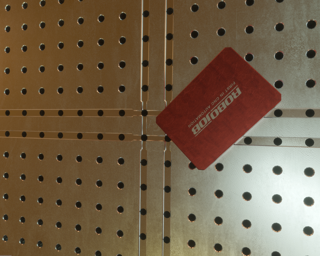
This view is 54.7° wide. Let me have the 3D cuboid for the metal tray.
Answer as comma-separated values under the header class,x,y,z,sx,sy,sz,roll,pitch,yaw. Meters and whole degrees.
class,x,y,z,sx,sy,sz,roll,pitch,yaw
metal tray,0.070,-0.022,0.385,0.130,0.030,0.090,-45,77,14
